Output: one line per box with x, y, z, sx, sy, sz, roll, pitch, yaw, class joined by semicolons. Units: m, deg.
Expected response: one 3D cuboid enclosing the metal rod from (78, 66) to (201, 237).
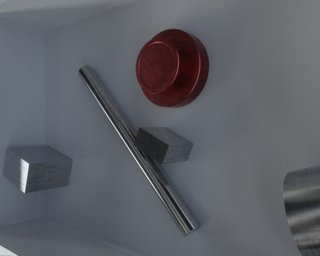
-0.041;0.016;0.438;0.025;0.025;0.300;-51;60;27;metal rod

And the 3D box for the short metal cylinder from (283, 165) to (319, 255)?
0.143;0.069;0.252;0.050;0.081;0.080;-23;76;37;short metal cylinder

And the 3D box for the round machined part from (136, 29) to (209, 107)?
0.008;-0.075;0.387;0.098;0.042;0.097;0;90;39;round machined part

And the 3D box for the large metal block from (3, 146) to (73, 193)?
-0.215;0.069;0.544;0.080;0.081;0.050;20;103;38;large metal block

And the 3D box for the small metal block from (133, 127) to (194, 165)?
0.005;0.020;0.385;0.050;0.050;0.025;31;109;35;small metal block
